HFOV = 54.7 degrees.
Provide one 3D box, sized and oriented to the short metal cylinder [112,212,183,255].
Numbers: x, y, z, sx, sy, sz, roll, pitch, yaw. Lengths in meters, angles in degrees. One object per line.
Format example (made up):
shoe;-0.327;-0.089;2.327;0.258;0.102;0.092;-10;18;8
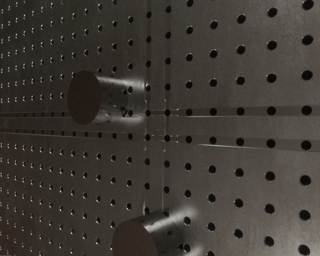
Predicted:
short metal cylinder;-0.017;0.155;0.405;0.080;0.050;0.079;0;90;39

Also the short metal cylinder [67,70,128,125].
short metal cylinder;-0.095;-0.044;0.469;0.080;0.050;0.079;0;90;39
